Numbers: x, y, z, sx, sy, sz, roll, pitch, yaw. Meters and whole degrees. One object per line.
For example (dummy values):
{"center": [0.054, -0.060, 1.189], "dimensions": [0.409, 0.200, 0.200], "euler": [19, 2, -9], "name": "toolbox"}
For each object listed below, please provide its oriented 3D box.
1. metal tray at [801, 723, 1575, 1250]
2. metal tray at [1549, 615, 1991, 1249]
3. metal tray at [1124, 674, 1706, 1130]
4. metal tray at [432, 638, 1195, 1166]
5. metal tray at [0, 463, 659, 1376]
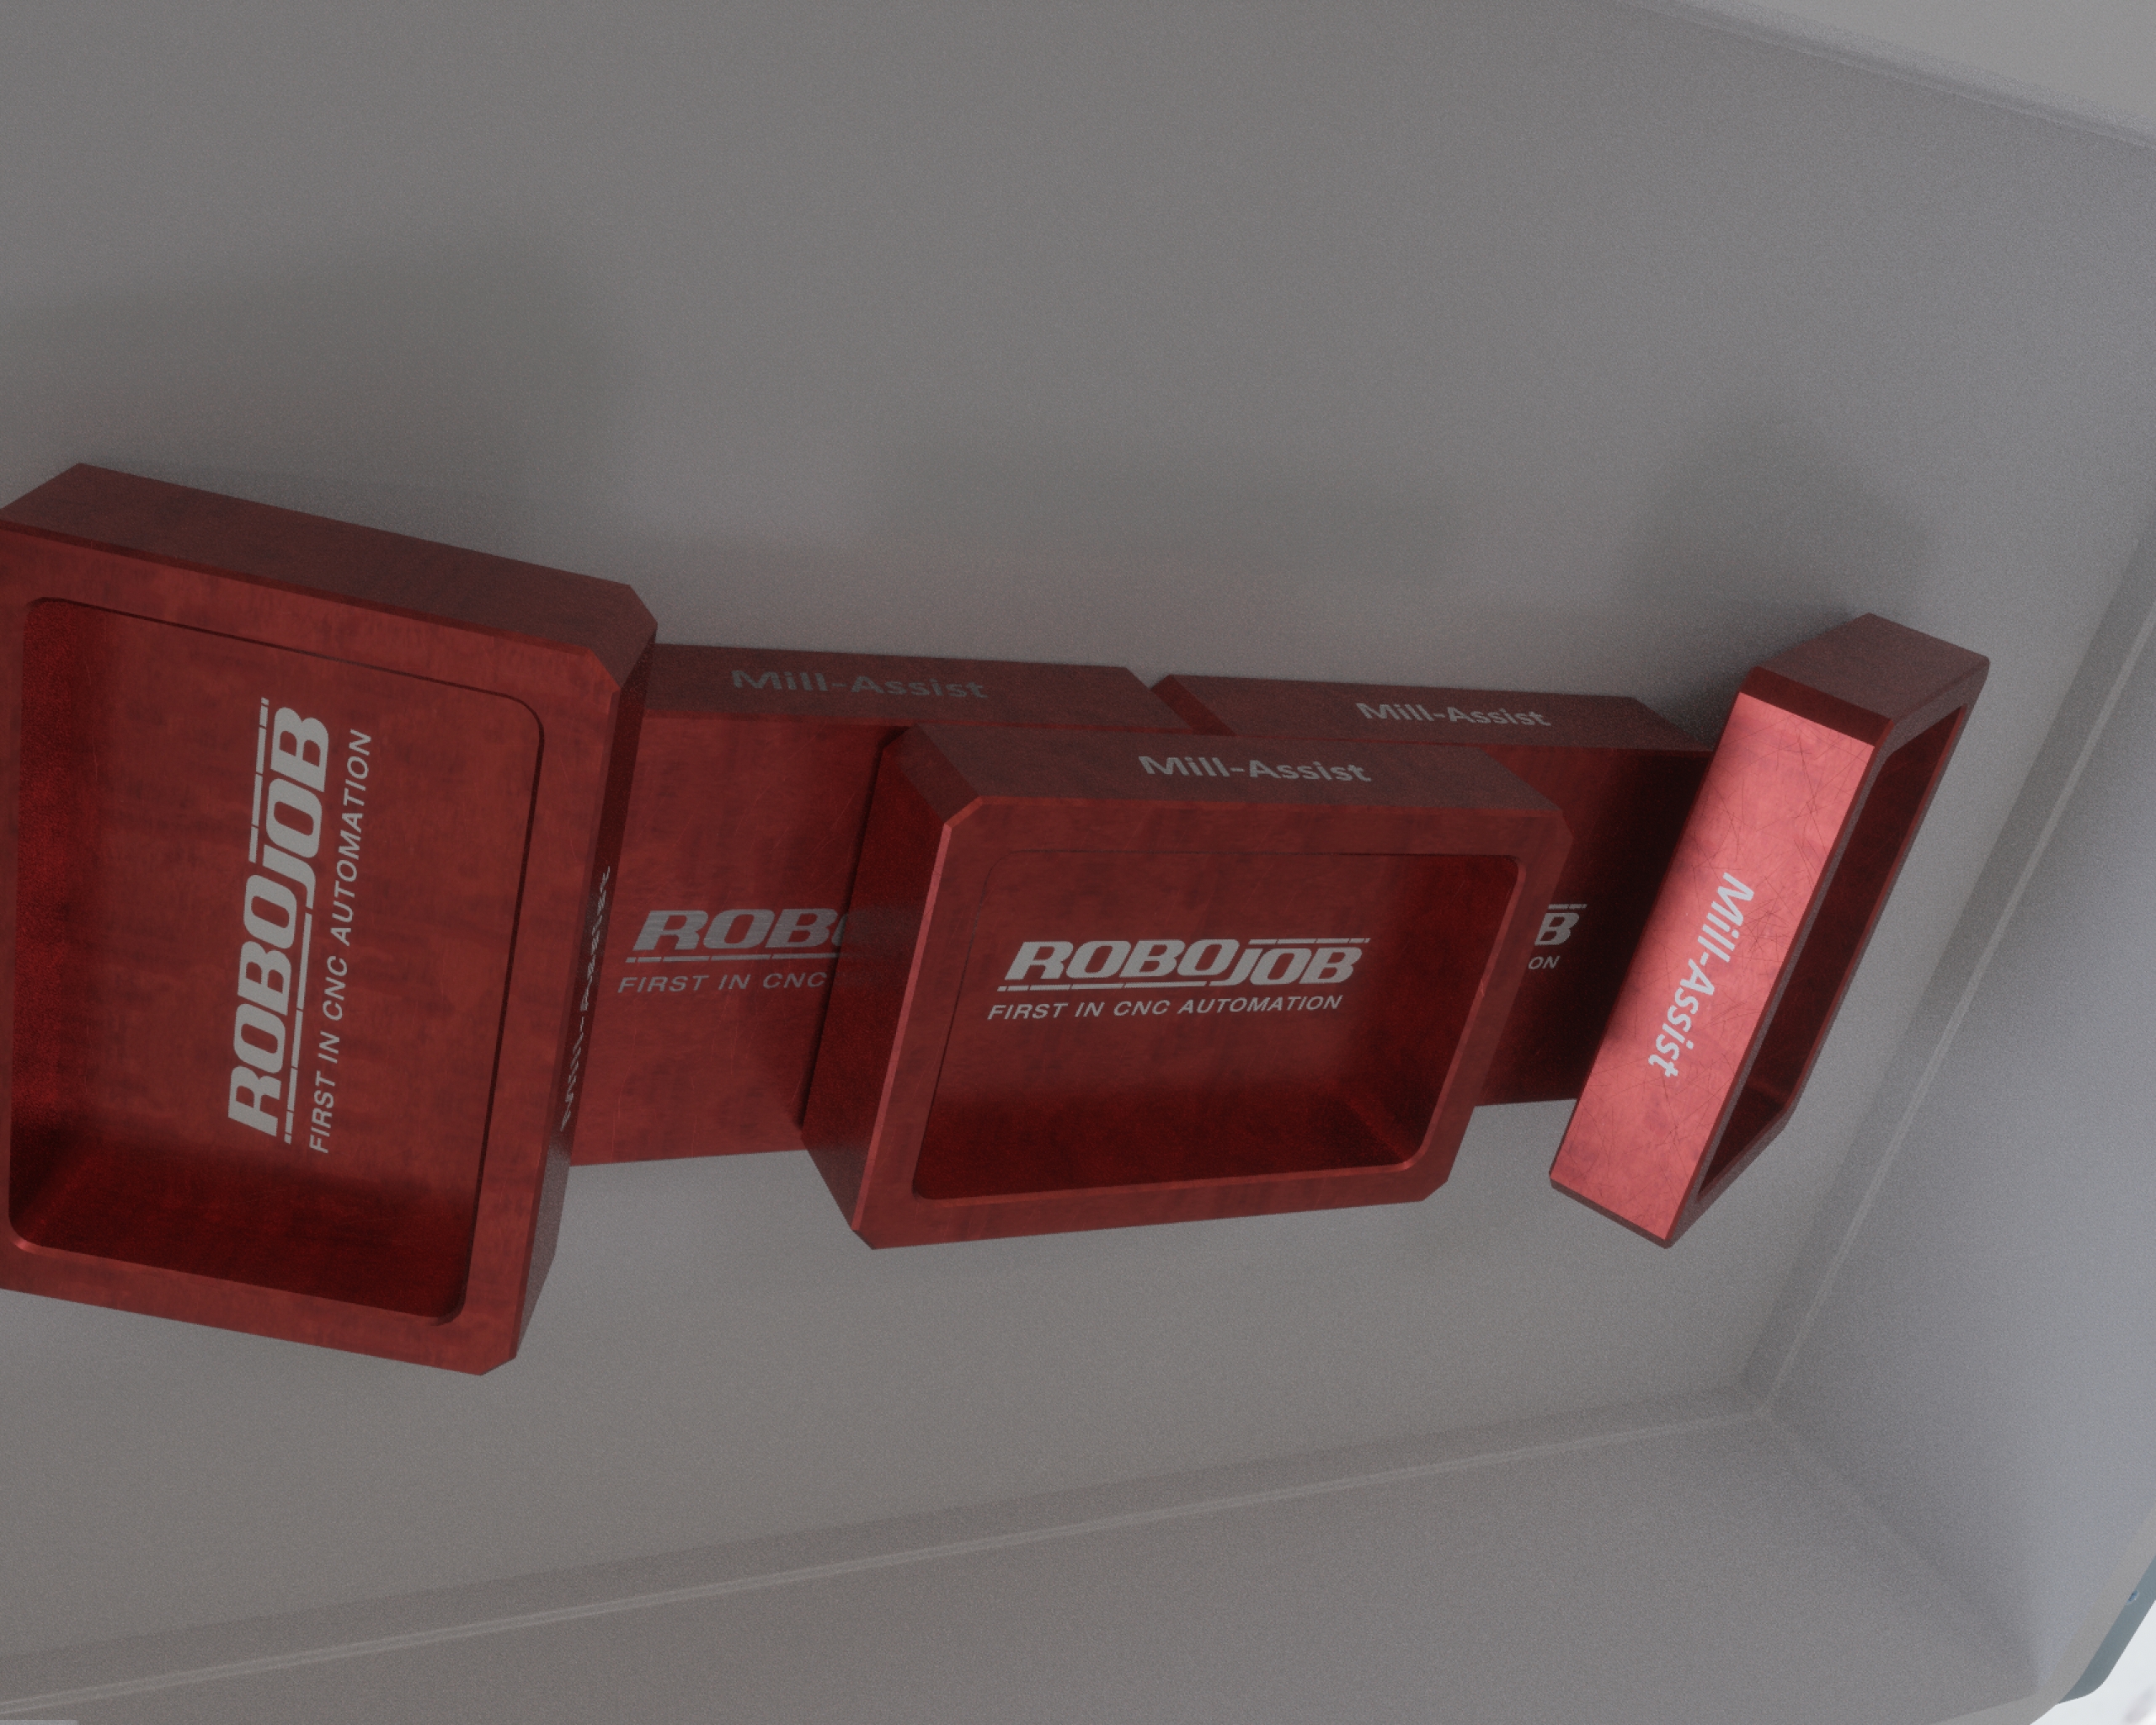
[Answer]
{"center": [0.021, 0.023, 0.390], "dimensions": [0.131, 0.030, 0.089], "euler": [1, 118, -29], "name": "metal tray"}
{"center": [0.157, 0.014, 0.472], "dimensions": [0.091, 0.030, 0.129], "euler": [-21, 132, -52], "name": "metal tray"}
{"center": [0.067, 0.009, 0.446], "dimensions": [0.131, 0.030, 0.089], "euler": [0, 118, -28], "name": "metal tray"}
{"center": [-0.048, 0.008, 0.383], "dimensions": [0.131, 0.030, 0.089], "euler": [0, 118, -28], "name": "metal tray"}
{"center": [-0.121, 0.013, 0.322], "dimensions": [0.091, 0.030, 0.129], "euler": [12, 115, -6], "name": "metal tray"}
